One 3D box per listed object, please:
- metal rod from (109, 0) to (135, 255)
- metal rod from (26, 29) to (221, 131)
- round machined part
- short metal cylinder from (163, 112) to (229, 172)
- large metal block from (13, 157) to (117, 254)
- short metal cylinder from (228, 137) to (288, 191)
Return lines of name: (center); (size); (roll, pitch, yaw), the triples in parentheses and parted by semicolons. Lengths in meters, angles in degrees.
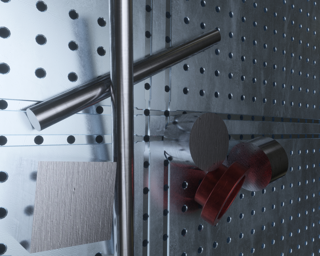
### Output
metal rod: (-0.042, 0.008, 0.349); (0.025, 0.025, 0.298); (-8, 103, -40)
metal rod: (-0.020, -0.074, 0.391); (0.302, 0.025, 0.025); (-33, 111, -35)
round machined part: (0.086, 0.089, 0.451); (0.098, 0.042, 0.097); (-44, 153, -29)
short metal cylinder: (0.052, 0.019, 0.436); (0.081, 0.050, 0.080); (0, 90, -40)
large metal block: (-0.095, 0.072, 0.314); (0.081, 0.050, 0.080); (6, 86, -40)
short metal cylinder: (0.159, 0.057, 0.507); (0.050, 0.080, 0.079); (-13, 98, -39)
